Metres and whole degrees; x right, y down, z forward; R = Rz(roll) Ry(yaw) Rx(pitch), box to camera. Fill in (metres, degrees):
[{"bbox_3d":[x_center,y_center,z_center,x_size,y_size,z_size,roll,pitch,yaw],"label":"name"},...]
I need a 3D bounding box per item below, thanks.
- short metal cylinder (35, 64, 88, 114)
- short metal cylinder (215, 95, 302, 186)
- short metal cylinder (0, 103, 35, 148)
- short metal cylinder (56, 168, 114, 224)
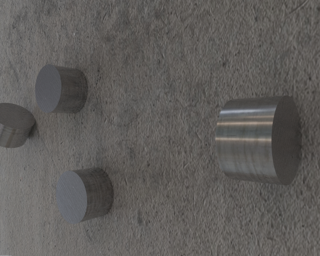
[{"bbox_3d":[-0.169,-0.065,0.528,0.080,0.050,0.080,0,90,40],"label":"short metal cylinder"},{"bbox_3d":[0.095,0.011,0.291,0.050,0.081,0.080,0,90,40],"label":"short metal cylinder"},{"bbox_3d":[-0.299,-0.006,0.616,0.080,0.081,0.050,49,119,28],"label":"short metal cylinder"},{"bbox_3d":[-0.119,0.104,0.487,0.080,0.050,0.080,0,90,40],"label":"short metal cylinder"}]
